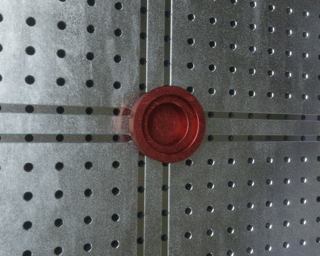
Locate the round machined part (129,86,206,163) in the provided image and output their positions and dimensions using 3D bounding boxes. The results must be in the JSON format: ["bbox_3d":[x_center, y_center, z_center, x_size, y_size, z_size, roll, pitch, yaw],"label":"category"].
[{"bbox_3d":[0.007,-0.005,0.407,0.099,0.042,0.097,0,90,-21],"label":"round machined part"}]
